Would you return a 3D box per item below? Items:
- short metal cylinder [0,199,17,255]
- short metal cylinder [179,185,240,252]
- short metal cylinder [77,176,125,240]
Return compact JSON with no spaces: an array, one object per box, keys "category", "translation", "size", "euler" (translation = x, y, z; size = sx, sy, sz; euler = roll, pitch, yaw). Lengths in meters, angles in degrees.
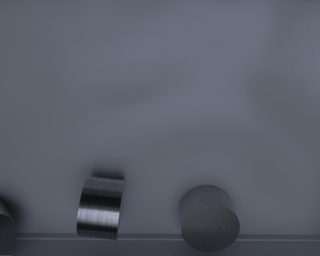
[{"category":"short metal cylinder","translation":[-0.246,0.141,0.427],"size":[0.081,0.050,0.079],"euler":[-13,114,-32]},{"category":"short metal cylinder","translation":[0.069,0.130,0.447],"size":[0.081,0.050,0.079],"euler":[0,110,-1]},{"category":"short metal cylinder","translation":[-0.078,0.108,0.421],"size":[0.050,0.080,0.079],"euler":[7,110,-3]}]
